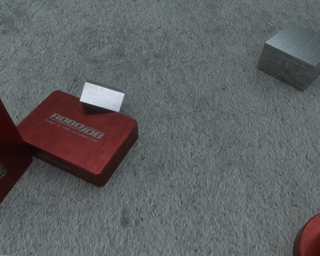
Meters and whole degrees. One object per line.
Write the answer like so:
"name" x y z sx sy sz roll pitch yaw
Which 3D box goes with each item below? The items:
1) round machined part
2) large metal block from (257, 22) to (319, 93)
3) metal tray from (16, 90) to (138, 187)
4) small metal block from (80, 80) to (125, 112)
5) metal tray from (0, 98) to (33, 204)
"round machined part" 0.183 0.123 0.291 0.099 0.042 0.098 0 50 0
"large metal block" 0.214 -0.113 0.485 0.080 0.050 0.080 37 59 26
"metal tray" -0.105 0.008 0.391 0.130 0.030 0.090 21 53 16
"small metal block" -0.077 -0.044 0.413 0.050 0.025 0.050 16 9 -15
"metal tray" -0.185 0.026 0.311 0.030 0.129 0.090 16 52 13
